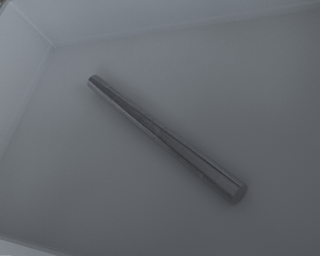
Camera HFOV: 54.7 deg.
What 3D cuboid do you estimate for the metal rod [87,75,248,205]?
[{"bbox_3d":[-0.012,-0.003,0.410,0.025,0.025,0.300,-48,52,-6],"label":"metal rod"}]
